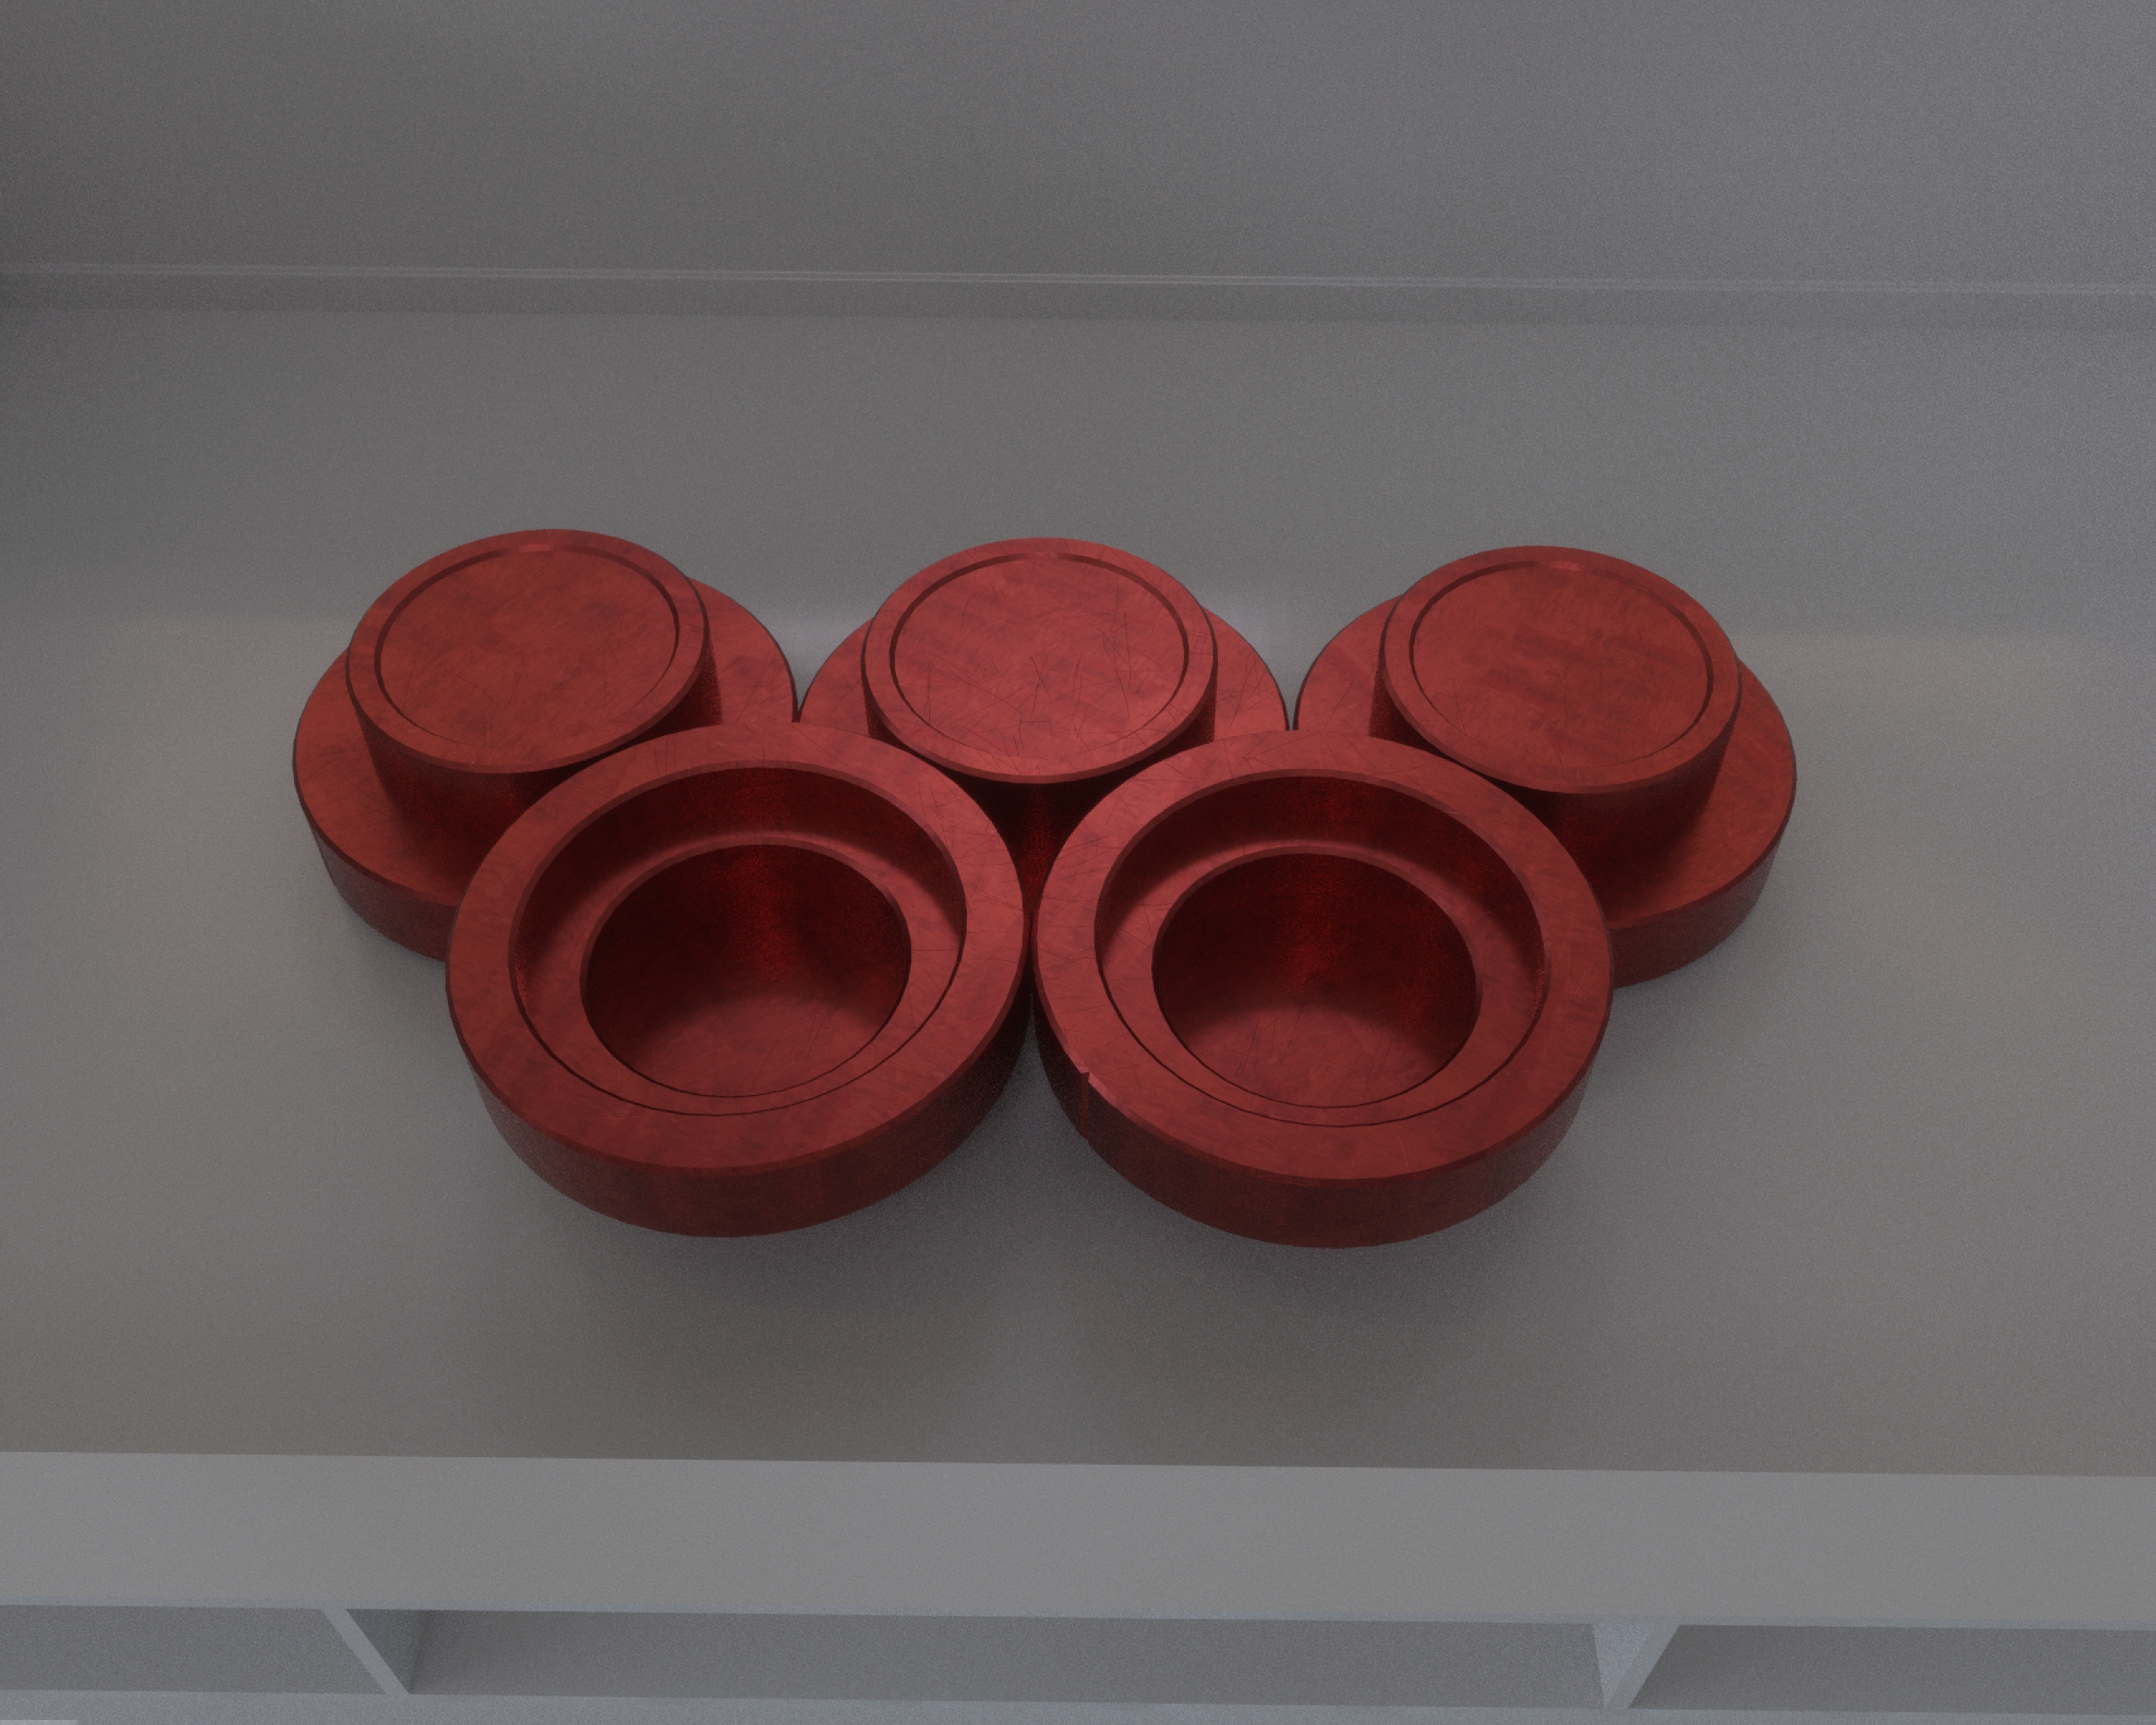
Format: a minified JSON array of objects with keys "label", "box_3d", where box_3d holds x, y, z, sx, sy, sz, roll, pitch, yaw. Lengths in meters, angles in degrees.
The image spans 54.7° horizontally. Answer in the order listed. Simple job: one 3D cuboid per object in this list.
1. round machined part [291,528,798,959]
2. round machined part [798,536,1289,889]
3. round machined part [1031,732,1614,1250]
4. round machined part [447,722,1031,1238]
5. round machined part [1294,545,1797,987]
[{"label":"round machined part","box_3d":[-0.105,-0.029,0.414,0.099,0.042,0.098,1,49,-1]},{"label":"round machined part","box_3d":[-0.007,-0.027,0.414,0.099,0.042,0.098,0,49,0]},{"label":"round machined part","box_3d":[0.041,0.026,0.370,0.099,0.042,0.098,0,50,0]},{"label":"round machined part","box_3d":[-0.057,0.024,0.371,0.099,0.042,0.098,0,50,0]},{"label":"round machined part","box_3d":[0.092,-0.025,0.412,0.099,0.042,0.098,0,49,0]}]
